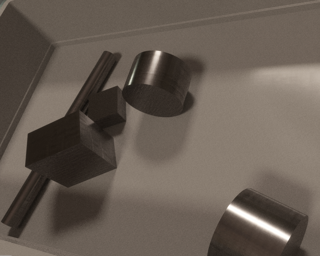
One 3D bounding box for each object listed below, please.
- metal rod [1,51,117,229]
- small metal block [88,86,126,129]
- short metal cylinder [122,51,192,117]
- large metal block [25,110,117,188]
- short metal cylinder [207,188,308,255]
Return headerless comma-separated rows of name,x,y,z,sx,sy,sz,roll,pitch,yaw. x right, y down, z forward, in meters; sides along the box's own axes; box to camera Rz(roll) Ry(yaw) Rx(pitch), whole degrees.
metal rod,-0.146,0.006,0.476,0.025,0.025,0.300,14,68,33
small metal block,-0.079,-0.029,0.463,0.050,0.025,0.050,-17,55,18
short metal cylinder,-0.003,-0.055,0.405,0.080,0.080,0.050,3,63,29
large metal block,-0.115,0.031,0.410,0.080,0.080,0.050,-23,54,14
short metal cylinder,0.084,0.099,0.265,0.050,0.080,0.080,24,74,36
